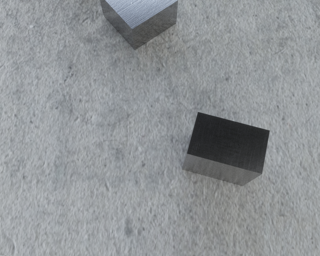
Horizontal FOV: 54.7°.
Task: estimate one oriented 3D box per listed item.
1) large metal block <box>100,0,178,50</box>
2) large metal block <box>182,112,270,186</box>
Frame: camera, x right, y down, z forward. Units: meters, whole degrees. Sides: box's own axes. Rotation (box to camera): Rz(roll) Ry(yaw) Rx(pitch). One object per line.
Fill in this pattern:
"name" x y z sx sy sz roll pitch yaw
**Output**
"large metal block" -0.031 -0.177 0.459 0.080 0.050 0.080 -37 74 -13
"large metal block" 0.074 0.028 0.370 0.080 0.080 0.050 15 71 5
